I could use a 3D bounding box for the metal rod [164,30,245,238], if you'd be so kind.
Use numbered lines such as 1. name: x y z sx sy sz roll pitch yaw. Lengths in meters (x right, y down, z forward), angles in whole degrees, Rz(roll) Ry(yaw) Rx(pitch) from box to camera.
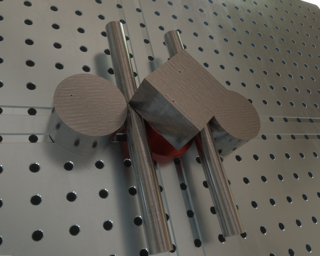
1. metal rod: 0.051 -0.010 0.415 0.025 0.025 0.299 0 62 -28

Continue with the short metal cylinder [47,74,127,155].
1. short metal cylinder: -0.084 -0.015 0.356 0.081 0.050 0.080 14 56 -21

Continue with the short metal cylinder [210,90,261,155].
1. short metal cylinder: 0.096 -0.008 0.448 0.081 0.050 0.080 14 56 -21

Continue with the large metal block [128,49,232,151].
1. large metal block: 0.025 -0.035 0.366 0.080 0.050 0.080 44 51 2

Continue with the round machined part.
1. round machined part: 0.003 -0.007 0.404 0.099 0.042 0.098 14 56 -21

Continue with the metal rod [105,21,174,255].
1. metal rod: -0.031 -0.009 0.369 0.025 0.025 0.299 0 62 -28
